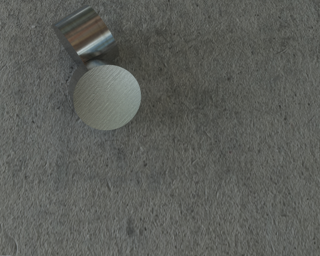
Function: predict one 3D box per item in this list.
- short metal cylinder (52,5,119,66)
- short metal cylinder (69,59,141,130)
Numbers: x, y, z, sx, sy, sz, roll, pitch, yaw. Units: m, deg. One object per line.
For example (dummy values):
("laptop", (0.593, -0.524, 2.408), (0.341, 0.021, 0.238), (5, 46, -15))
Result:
("short metal cylinder", (-0.100, -0.118, 0.421), (0.050, 0.080, 0.080), (-37, 74, -12))
("short metal cylinder", (-0.070, -0.043, 0.388), (0.081, 0.050, 0.079), (-8, 112, -19))
